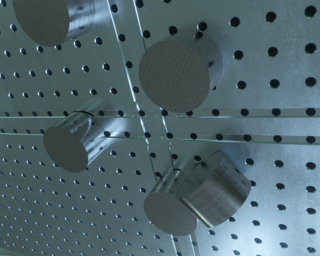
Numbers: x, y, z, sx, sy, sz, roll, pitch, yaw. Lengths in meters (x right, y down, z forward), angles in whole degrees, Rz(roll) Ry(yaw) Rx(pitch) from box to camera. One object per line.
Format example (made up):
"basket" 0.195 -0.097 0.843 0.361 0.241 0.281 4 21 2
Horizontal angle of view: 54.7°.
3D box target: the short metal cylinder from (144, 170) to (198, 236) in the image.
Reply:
"short metal cylinder" 0.024 0.108 0.448 0.080 0.050 0.079 13 124 20

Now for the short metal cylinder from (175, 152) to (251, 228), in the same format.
"short metal cylinder" 0.066 0.076 0.387 0.050 0.080 0.080 45 129 -4

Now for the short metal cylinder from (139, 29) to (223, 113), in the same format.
"short metal cylinder" 0.024 -0.063 0.342 0.080 0.050 0.079 13 124 20

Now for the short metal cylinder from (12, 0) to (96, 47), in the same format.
"short metal cylinder" -0.125 -0.143 0.370 0.080 0.050 0.079 13 124 20

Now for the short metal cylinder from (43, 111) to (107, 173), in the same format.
"short metal cylinder" -0.129 0.021 0.474 0.080 0.050 0.079 13 124 20
